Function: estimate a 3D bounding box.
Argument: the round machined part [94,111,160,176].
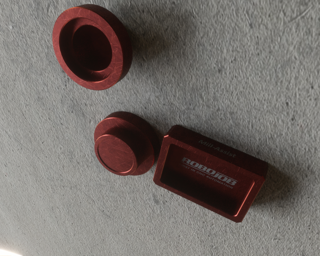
[{"bbox_3d":[-0.053,0.029,0.440,0.098,0.042,0.097,13,124,20],"label":"round machined part"}]

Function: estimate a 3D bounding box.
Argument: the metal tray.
[{"bbox_3d":[0.062,0.060,0.407,0.130,0.030,0.089,23,127,13],"label":"metal tray"}]

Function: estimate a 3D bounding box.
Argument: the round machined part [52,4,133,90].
[{"bbox_3d":[-0.076,-0.098,0.373,0.098,0.042,0.097,13,124,20],"label":"round machined part"}]
